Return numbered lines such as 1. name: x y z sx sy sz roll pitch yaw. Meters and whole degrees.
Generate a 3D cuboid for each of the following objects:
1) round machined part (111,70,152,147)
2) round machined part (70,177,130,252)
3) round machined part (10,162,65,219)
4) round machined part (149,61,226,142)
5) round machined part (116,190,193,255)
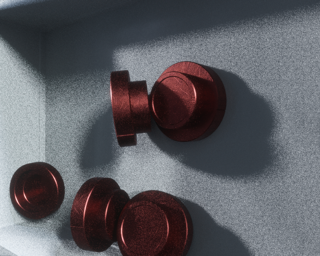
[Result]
1. round machined part: -0.035 -0.026 0.400 0.042 0.098 0.097 -6 85 -2
2. round machined part: -0.073 0.117 0.420 0.042 0.098 0.097 -2 89 23
3. round machined part: -0.212 0.109 0.552 0.098 0.042 0.097 0 91 15
4. round machined part: 0.026 -0.032 0.373 0.098 0.042 0.097 0 90 39
5. round machined part: -0.013 0.126 0.383 0.098 0.042 0.098 -9 68 23
